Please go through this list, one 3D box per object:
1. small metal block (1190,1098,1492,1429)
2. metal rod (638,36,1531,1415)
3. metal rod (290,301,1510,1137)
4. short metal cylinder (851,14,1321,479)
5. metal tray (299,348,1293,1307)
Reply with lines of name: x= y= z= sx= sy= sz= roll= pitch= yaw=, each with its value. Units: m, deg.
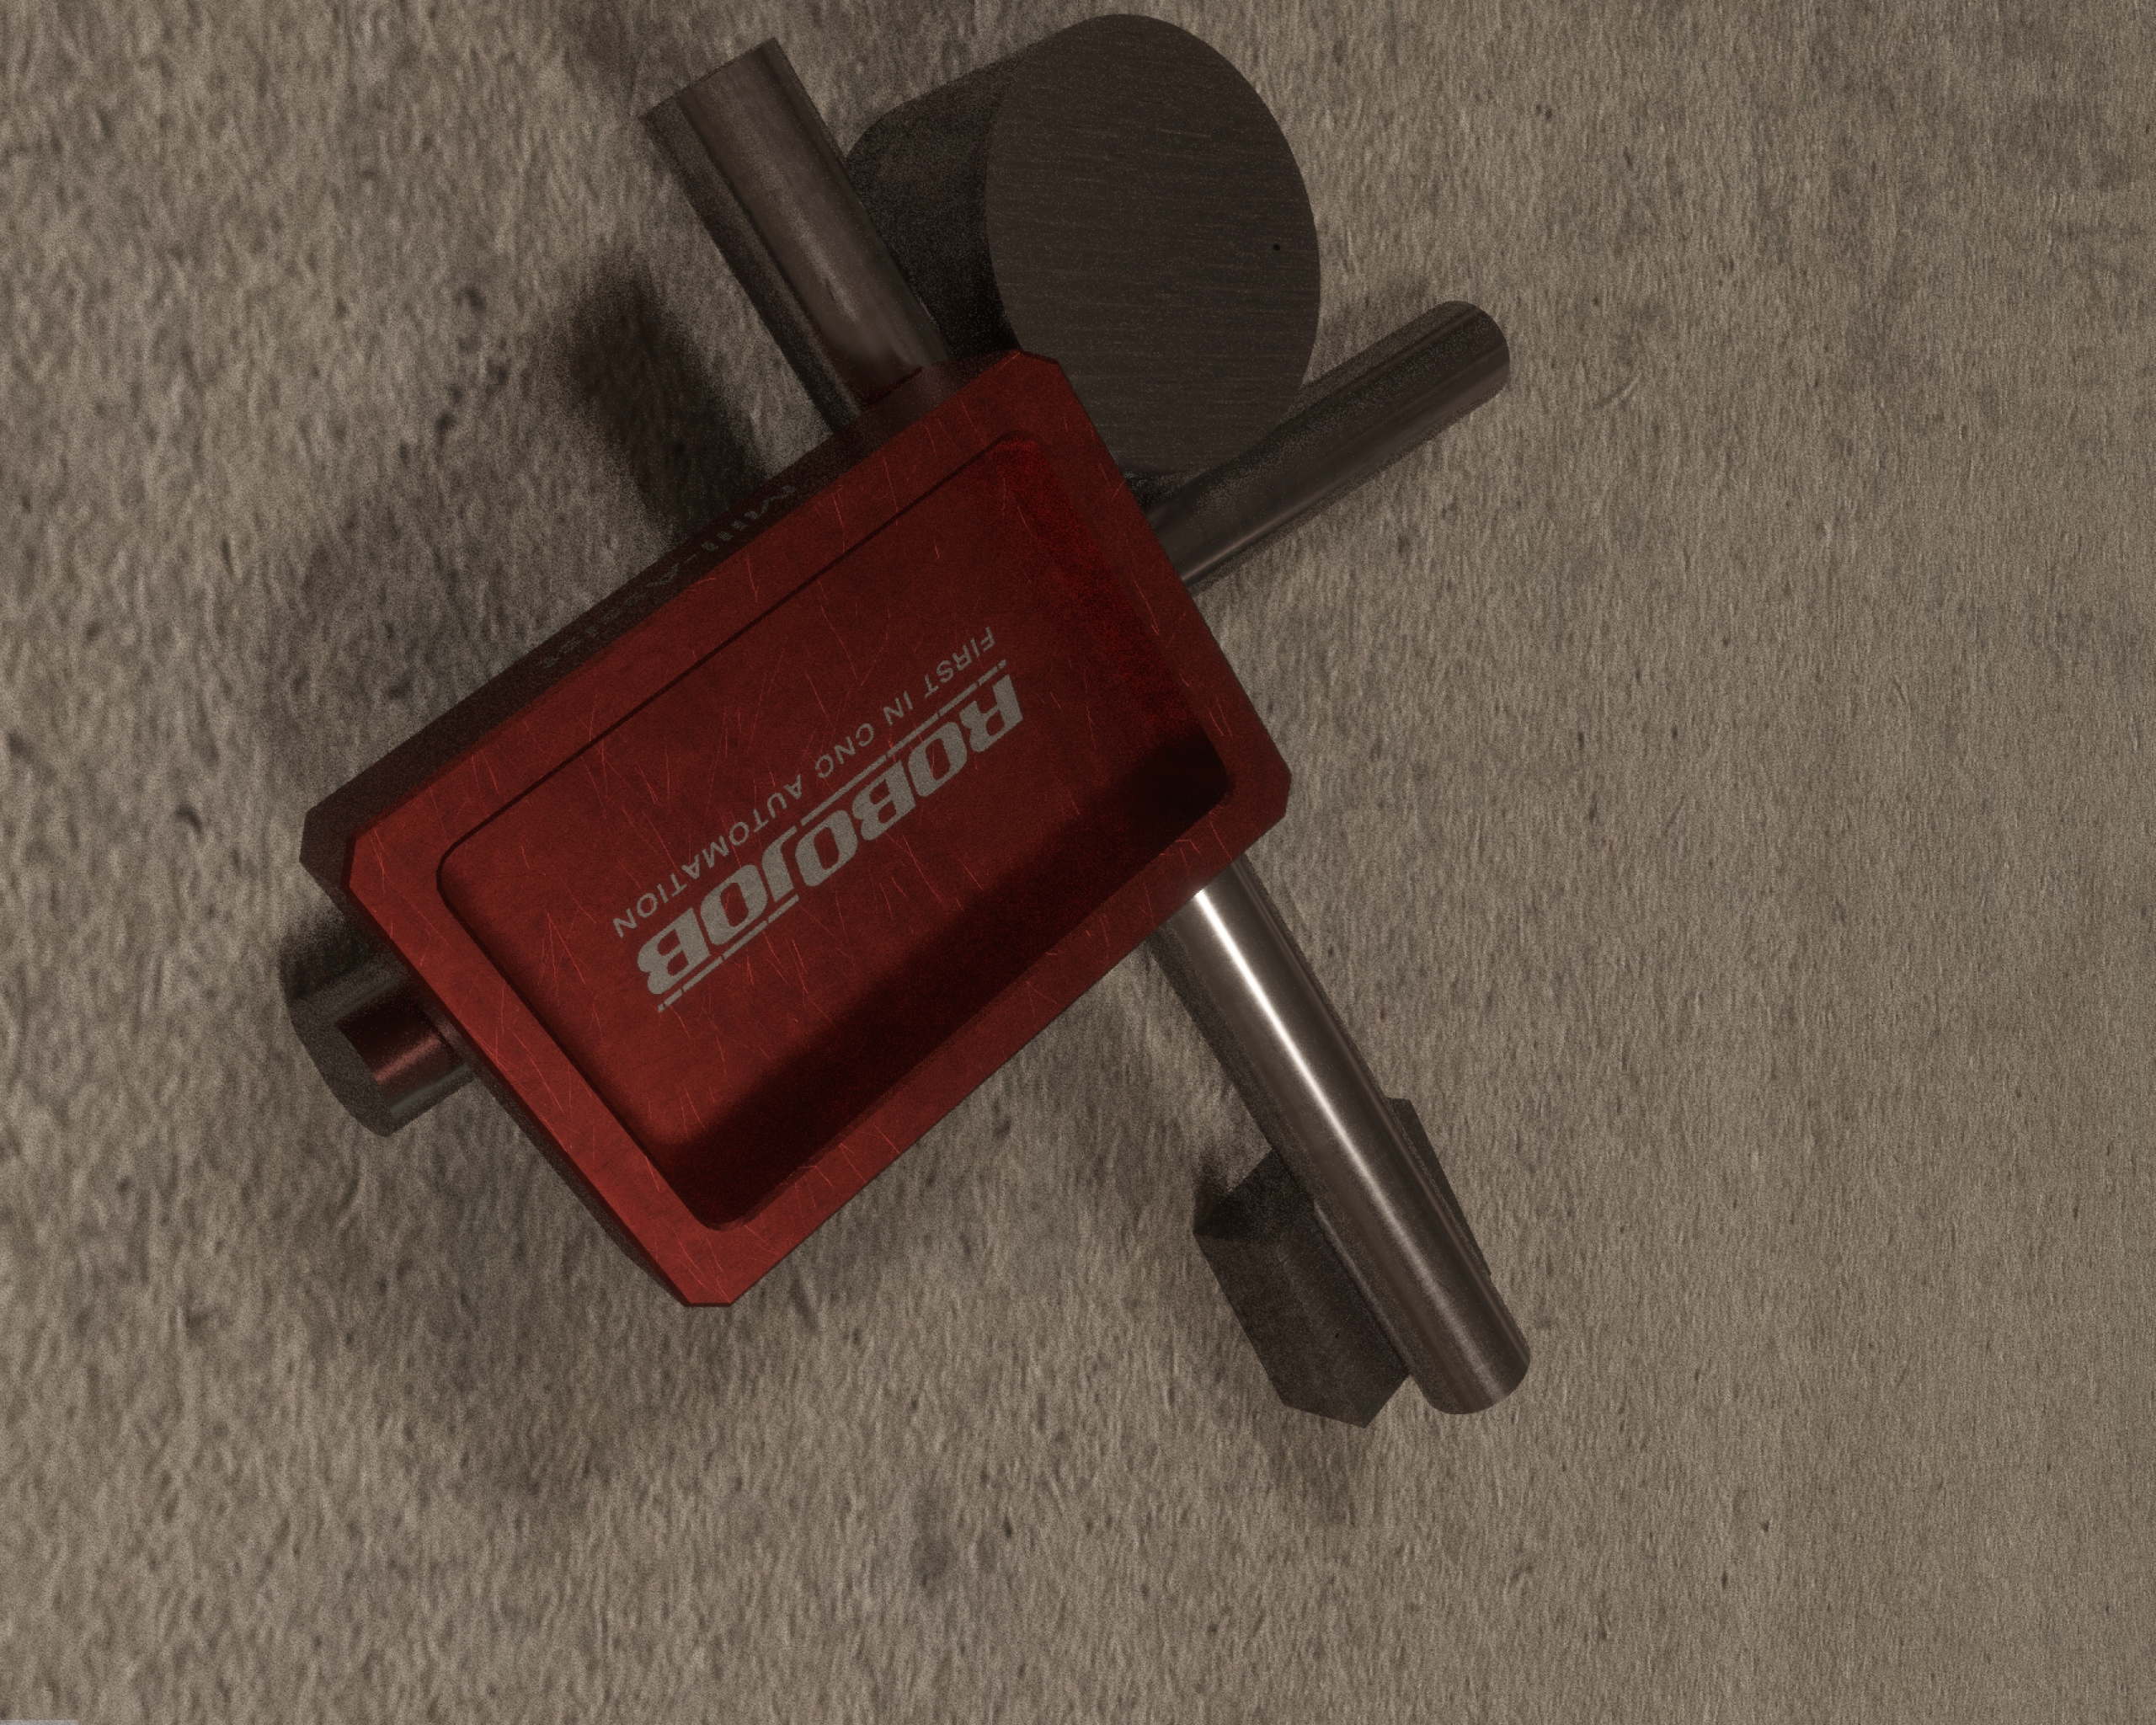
small metal block: x=0.059 y=0.086 z=0.458 sx=0.050 sy=0.025 sz=0.050 roll=-41 pitch=115 yaw=-32
metal rod: x=0.014 y=-0.007 z=0.388 sx=0.025 sy=0.025 sz=0.299 roll=-47 pitch=118 yaw=-30
metal rod: x=-0.011 y=-0.044 z=0.399 sx=0.302 sy=0.025 sz=0.025 roll=-37 pitch=113 yaw=-34
short metal cylinder: x=-0.001 y=-0.110 z=0.390 sx=0.081 sy=0.050 sz=0.079 roll=0 pitch=90 yaw=-40
metal tray: x=-0.037 y=-0.007 z=0.323 sx=0.131 sy=0.030 sz=0.090 roll=-41 pitch=115 yaw=-20
